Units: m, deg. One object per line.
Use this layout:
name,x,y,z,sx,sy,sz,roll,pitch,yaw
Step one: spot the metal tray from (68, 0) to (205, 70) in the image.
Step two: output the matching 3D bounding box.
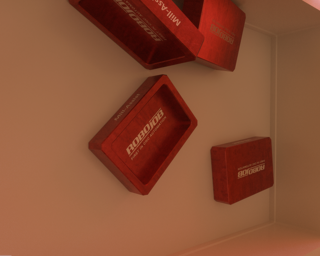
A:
metal tray,-0.025,-0.120,0.343,0.130,0.090,0.030,36,68,-34

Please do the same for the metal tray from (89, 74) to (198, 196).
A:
metal tray,-0.015,0.006,0.390,0.130,0.030,0.090,-52,120,-27

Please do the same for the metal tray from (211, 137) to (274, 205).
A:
metal tray,0.142,0.067,0.522,0.131,0.030,0.089,-9,96,-40

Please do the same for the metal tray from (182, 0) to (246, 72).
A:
metal tray,0.075,-0.134,0.433,0.131,0.030,0.089,1,102,-55
